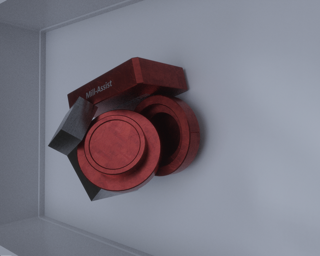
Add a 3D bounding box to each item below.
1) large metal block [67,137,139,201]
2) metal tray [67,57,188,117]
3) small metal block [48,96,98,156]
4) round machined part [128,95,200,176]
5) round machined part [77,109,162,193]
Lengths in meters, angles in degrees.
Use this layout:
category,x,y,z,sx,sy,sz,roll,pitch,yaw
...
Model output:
category,x,y,z,sx,sy,sz,roll,pitch,yaw
large metal block,-0.067,0.045,0.423,0.050,0.081,0.080,-51,60,27
metal tray,-0.043,-0.045,0.395,0.130,0.091,0.030,-19,79,38
small metal block,-0.103,-0.002,0.367,0.050,0.025,0.050,-37,28,47
round machined part,0.009,0.009,0.386,0.098,0.042,0.097,0,90,39
round machined part,-0.048,0.023,0.356,0.099,0.042,0.098,-1,72,4
